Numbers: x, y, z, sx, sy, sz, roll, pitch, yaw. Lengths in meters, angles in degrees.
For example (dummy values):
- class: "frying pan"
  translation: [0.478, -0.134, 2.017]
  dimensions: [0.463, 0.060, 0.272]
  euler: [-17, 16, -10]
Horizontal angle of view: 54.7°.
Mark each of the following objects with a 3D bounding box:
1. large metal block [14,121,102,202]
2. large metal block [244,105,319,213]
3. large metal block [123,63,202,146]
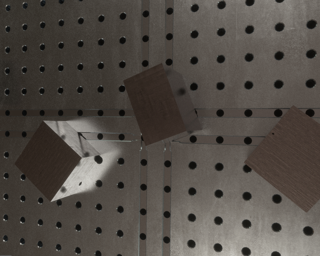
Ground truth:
- class: "large metal block"
  translation: [-0.148, 0.045, 0.450]
  dimensions: [0.080, 0.050, 0.080]
  euler: [40, 102, 15]
- class: "large metal block"
  translation: [0.154, 0.032, 0.345]
  dimensions: [0.080, 0.050, 0.080]
  euler: [40, 102, 15]
- class: "large metal block"
  translation: [0.007, -0.026, 0.380]
  dimensions: [0.050, 0.080, 0.080]
  euler: [-21, 83, 18]
